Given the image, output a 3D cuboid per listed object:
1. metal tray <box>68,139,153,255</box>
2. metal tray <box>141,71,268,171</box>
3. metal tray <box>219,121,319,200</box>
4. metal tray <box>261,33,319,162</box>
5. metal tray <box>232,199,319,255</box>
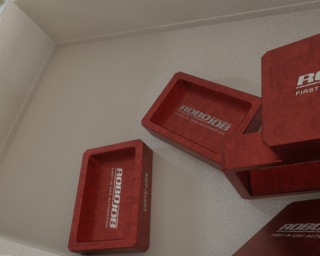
[{"bbox_3d":[-0.058,0.083,0.381,0.090,0.030,0.130,-12,56,21],"label":"metal tray"},{"bbox_3d":[0.051,-0.012,0.383,0.130,0.030,0.090,26,76,37],"label":"metal tray"},{"bbox_3d":[0.129,0.031,0.277,0.130,0.090,0.030,-12,57,22],"label":"metal tray"},{"bbox_3d":[0.139,-0.031,0.213,0.130,0.030,0.090,-14,53,36],"label":"metal tray"},{"bbox_3d":[0.114,0.084,0.214,0.091,0.129,0.030,-31,83,-23],"label":"metal tray"}]
